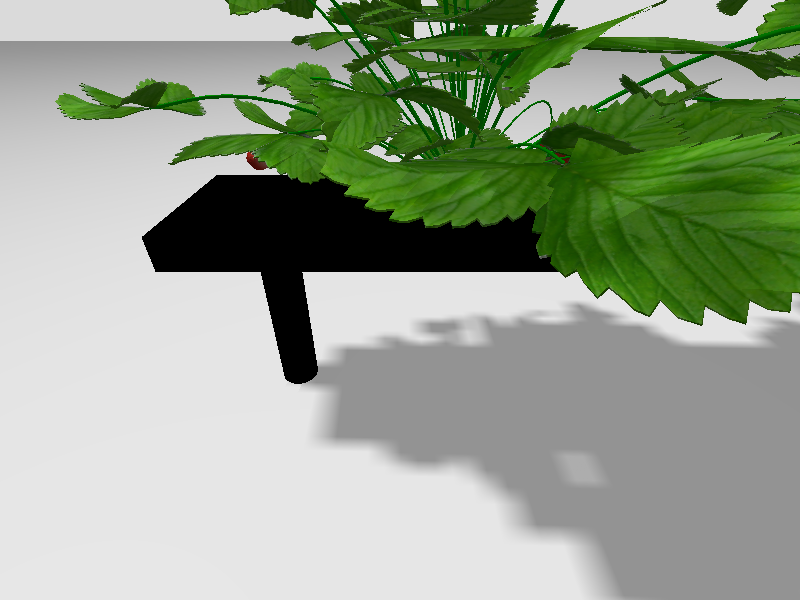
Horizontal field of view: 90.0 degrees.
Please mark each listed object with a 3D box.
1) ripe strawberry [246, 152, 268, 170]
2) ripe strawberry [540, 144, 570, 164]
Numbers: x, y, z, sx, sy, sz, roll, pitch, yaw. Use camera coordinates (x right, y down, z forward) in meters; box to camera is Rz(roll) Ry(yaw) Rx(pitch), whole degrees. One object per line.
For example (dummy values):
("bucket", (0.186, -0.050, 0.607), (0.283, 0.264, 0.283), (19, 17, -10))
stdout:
("ripe strawberry", (-0.149, -0.152, 0.426), (0.030, 0.025, 0.030), (-3, 30, 29))
("ripe strawberry", (0.170, -0.155, 0.414), (0.049, 0.042, 0.049), (-21, 40, -28))
